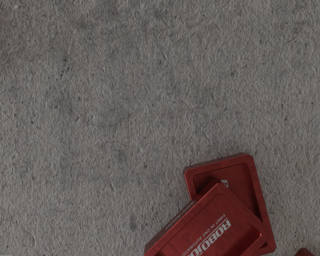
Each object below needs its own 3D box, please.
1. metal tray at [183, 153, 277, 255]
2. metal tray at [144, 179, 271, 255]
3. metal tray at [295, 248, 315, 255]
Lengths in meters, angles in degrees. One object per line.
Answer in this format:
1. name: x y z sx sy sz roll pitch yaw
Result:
1. metal tray: 0.090 0.105 0.408 0.091 0.030 0.129 -15 90 0
2. metal tray: 0.056 0.138 0.377 0.130 0.030 0.090 -45 90 0
3. metal tray: 0.187 0.239 0.409 0.090 0.030 0.130 40 90 0
